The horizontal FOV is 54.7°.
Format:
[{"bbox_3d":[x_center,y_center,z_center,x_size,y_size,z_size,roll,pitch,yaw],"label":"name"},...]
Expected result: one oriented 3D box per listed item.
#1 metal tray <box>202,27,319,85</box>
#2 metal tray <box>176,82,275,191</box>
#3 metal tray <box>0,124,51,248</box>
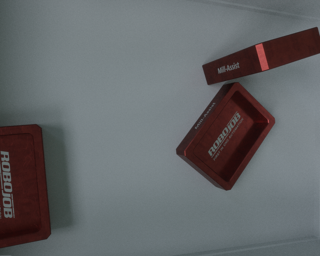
[{"bbox_3d":[0.125,-0.089,0.400,0.091,0.130,0.030,-19,97,-19],"label":"metal tray"},{"bbox_3d":[0.096,0.011,0.442,0.090,0.030,0.130,41,77,-16],"label":"metal tray"},{"bbox_3d":[-0.174,0.063,0.343,0.091,0.030,0.129,-5,92,-20],"label":"metal tray"}]
